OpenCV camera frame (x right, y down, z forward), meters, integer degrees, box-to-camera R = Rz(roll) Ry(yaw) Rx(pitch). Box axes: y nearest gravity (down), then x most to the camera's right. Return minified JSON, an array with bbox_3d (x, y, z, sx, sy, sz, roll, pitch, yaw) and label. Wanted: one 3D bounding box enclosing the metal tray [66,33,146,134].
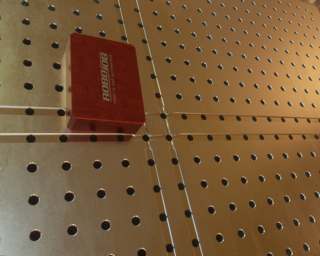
[{"bbox_3d":[-0.072,-0.058,0.403,0.091,0.030,0.130,5,60,-26],"label":"metal tray"}]
